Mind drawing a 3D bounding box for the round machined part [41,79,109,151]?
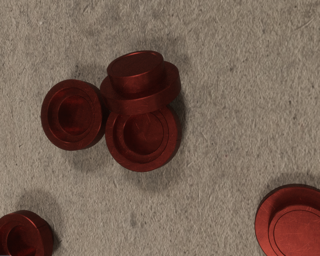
[{"bbox_3d":[-0.115,-0.018,0.439,0.098,0.042,0.097,0,90,19],"label":"round machined part"}]

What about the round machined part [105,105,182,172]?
[{"bbox_3d":[-0.018,0.006,0.406,0.098,0.042,0.097,0,90,19],"label":"round machined part"}]

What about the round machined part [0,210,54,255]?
[{"bbox_3d":[-0.202,0.173,0.469,0.098,0.042,0.097,0,90,19],"label":"round machined part"}]

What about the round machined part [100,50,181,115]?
[{"bbox_3d":[-0.026,-0.061,0.377,0.098,0.098,0.042,1,129,19],"label":"round machined part"}]

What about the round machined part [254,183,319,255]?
[{"bbox_3d":[0.157,0.114,0.345,0.098,0.042,0.097,0,90,19],"label":"round machined part"}]
